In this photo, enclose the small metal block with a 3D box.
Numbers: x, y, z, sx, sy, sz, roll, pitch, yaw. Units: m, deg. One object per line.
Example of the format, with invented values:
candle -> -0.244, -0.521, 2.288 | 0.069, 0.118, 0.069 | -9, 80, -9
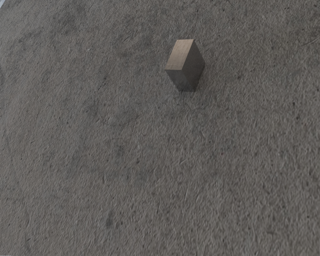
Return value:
small metal block -> 0.035, -0.084, 0.422 | 0.025, 0.050, 0.050 | 8, 66, 32
